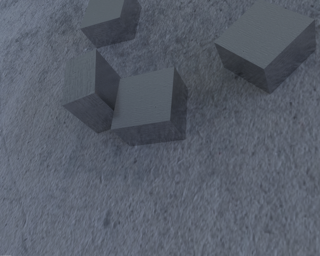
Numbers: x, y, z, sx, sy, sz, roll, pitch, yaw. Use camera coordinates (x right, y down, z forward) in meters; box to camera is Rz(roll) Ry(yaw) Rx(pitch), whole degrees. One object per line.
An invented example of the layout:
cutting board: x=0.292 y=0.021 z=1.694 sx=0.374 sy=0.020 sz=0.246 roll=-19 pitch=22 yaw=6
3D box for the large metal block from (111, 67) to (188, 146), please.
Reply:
large metal block: x=-0.011 y=-0.026 z=0.409 sx=0.080 sy=0.050 sz=0.080 roll=-8 pitch=58 yaw=23

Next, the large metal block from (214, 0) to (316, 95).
large metal block: x=0.129 y=-0.101 z=0.382 sx=0.080 sy=0.050 sz=0.080 roll=-44 pitch=51 yaw=-3

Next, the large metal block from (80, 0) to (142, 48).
large metal block: x=-0.086 y=-0.197 z=0.551 sx=0.080 sy=0.050 sz=0.080 roll=-6 pitch=59 yaw=24

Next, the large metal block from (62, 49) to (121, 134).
large metal block: x=-0.091 y=-0.051 z=0.446 sx=0.050 sy=0.080 sz=0.080 roll=-19 pitch=55 yaw=17
